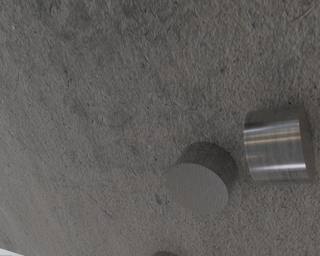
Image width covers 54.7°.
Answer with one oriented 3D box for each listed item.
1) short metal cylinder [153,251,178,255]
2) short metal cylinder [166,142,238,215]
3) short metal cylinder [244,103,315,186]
[{"bbox_3d":[0.011,0.267,0.550,0.080,0.050,0.079,13,124,21],"label":"short metal cylinder"},{"bbox_3d":[0.055,0.065,0.402,0.080,0.050,0.079,13,124,21],"label":"short metal cylinder"},{"bbox_3d":[0.124,0.018,0.317,0.050,0.080,0.080,-9,114,32],"label":"short metal cylinder"}]
